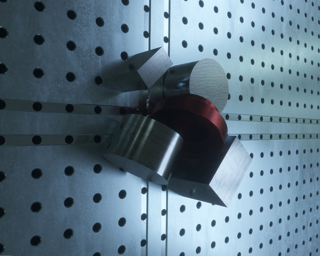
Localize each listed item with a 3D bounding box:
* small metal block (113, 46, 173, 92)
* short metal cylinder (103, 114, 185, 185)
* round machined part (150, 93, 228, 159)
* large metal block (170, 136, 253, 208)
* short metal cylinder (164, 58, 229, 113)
[{"bbox_3d":[-0.021,-0.070,0.377,0.050,0.050,0.025,-50,120,-29],"label":"small metal block"},{"bbox_3d":[-0.018,0.026,0.360,0.080,0.080,0.050,38,67,-34],"label":"short metal cylinder"},{"bbox_3d":[0.038,-0.006,0.396,0.098,0.098,0.042,49,49,-30],"label":"round machined part"},{"bbox_3d":[0.068,0.056,0.434,0.050,0.080,0.080,51,60,-28],"label":"large metal block"},{"bbox_3d":[0.052,-0.054,0.438,0.081,0.050,0.079,0,90,-40],"label":"short metal cylinder"}]
